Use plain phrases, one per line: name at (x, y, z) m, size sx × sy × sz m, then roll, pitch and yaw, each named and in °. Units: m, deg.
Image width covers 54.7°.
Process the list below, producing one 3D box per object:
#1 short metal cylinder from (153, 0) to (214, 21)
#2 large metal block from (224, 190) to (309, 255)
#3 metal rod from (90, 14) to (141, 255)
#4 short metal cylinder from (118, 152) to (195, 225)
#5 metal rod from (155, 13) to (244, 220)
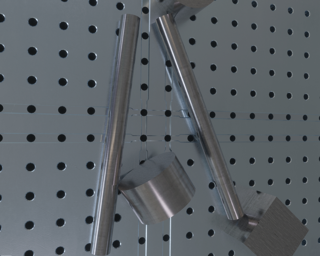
short metal cylinder at (0.033, -0.191, 0.411) m, size 0.081 × 0.050 × 0.079 m, roll 0°, pitch 90°, yaw -20°
large metal block at (0.157, 0.152, 0.458) m, size 0.080 × 0.050 × 0.080 m, roll 44°, pitch 76°, yaw -15°
metal rod at (-0.056, 0.006, 0.392) m, size 0.025 × 0.025 × 0.298 m, roll 8°, pitch 87°, yaw -20°
short metal cylinder at (-0.004, 0.072, 0.382) m, size 0.080 × 0.080 × 0.050 m, roll -34°, pitch 101°, yaw -17°
metal rod at (0.058, -0.010, 0.434) m, size 0.025 × 0.025 × 0.298 m, roll -24°, pitch 98°, yaw -19°
